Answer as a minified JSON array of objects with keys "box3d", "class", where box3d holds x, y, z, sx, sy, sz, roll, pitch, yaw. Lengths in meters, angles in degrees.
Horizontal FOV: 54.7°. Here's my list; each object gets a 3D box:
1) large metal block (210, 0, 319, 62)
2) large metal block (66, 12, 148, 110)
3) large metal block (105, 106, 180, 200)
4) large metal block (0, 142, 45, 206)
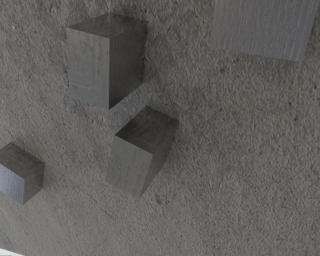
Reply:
[{"box3d":[0.095,-0.110,0.272,0.080,0.050,0.079,15,125,20],"class":"large metal block"},{"box3d":[-0.058,-0.079,0.353,0.050,0.080,0.079,19,126,17],"class":"large metal block"},{"box3d":[-0.022,0.030,0.402,0.050,0.080,0.079,26,128,12],"class":"large metal block"},{"box3d":[-0.271,0.087,0.588,0.080,0.050,0.079,30,128,9],"class":"large metal block"}]
